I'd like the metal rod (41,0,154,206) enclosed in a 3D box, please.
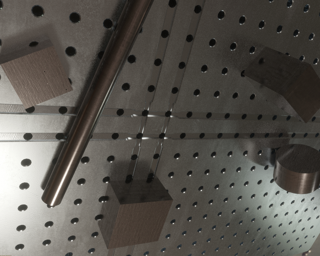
[{"bbox_3d":[-0.071,-0.036,0.351,0.025,0.025,0.298,16,110,-35],"label":"metal rod"}]

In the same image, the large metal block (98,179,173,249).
[{"bbox_3d":[-0.038,0.123,0.452,0.081,0.050,0.079,3,117,-30],"label":"large metal block"}]

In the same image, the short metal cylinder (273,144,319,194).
[{"bbox_3d":[0.250,0.073,0.561,0.081,0.080,0.050,-20,126,-17],"label":"short metal cylinder"}]

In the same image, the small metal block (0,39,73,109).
[{"bbox_3d":[-0.123,-0.054,0.311,0.050,0.025,0.050,-25,128,-14],"label":"small metal block"}]

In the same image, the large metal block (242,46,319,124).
[{"bbox_3d":[0.178,-0.061,0.437,0.080,0.080,0.050,33,100,-39],"label":"large metal block"}]
